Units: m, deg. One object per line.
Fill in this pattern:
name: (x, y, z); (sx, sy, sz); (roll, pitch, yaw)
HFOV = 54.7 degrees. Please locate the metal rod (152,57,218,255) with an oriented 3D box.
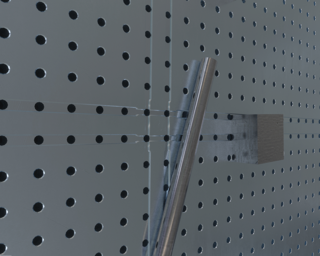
metal rod: (0.037, 0.040, 0.440); (0.025, 0.025, 0.299); (24, 75, -38)

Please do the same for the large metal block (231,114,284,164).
large metal block: (0.169, 0.017, 0.534); (0.081, 0.050, 0.079); (-2, 92, -40)
